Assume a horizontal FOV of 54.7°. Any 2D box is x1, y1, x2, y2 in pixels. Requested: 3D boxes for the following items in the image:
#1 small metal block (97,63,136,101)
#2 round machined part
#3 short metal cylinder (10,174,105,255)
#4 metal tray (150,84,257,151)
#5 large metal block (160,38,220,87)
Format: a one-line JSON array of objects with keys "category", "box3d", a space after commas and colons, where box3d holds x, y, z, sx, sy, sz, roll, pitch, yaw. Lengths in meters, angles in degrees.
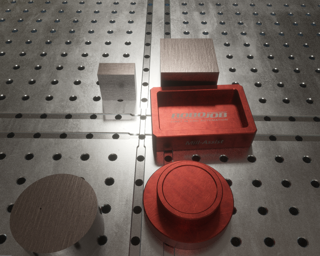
[{"category": "small metal block", "box3d": [-0.060, -0.066, 0.446, 0.050, 0.050, 0.025, 0, 50, -1]}, {"category": "round machined part", "box3d": [0.030, 0.075, 0.334, 0.099, 0.042, 0.098, 0, 50, 0]}, {"category": "short metal cylinder", "box3d": [-0.100, 0.093, 0.312, 0.081, 0.050, 0.080, 0, 50, 0]}, {"category": "metal tray", "box3d": [0.053, -0.016, 0.418, 0.131, 0.030, 0.090, -2, 50, -3]}, {"category": "large metal block", "box3d": [0.041, -0.091, 0.469, 0.081, 0.050, 0.080, 0, 50, -1]}]
